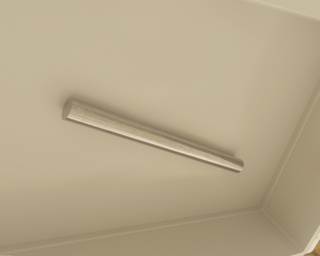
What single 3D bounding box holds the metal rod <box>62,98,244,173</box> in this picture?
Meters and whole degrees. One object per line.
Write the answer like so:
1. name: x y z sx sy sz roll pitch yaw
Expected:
1. metal rod: 0.014 0.021 0.426 0.302 0.025 0.025 20 108 -36
